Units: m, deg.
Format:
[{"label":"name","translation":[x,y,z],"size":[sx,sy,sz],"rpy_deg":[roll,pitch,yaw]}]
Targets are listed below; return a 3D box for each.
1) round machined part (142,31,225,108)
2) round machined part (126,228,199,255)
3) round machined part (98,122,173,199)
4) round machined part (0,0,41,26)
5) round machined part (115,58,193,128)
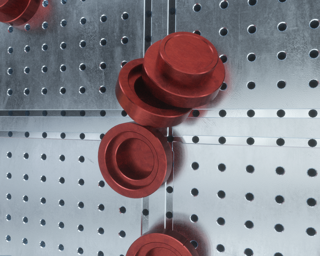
[{"label":"round machined part","translation":[0.030,-0.075,0.364],"size":[0.099,0.042,0.098],"rpy_deg":[5,56,-8]},{"label":"round machined part","translation":[0.007,0.179,0.401],"size":[0.098,0.042,0.097],"rpy_deg":[0,90,20]},{"label":"round machined part","translation":[-0.029,0.039,0.410],"size":[0.098,0.042,0.097],"rpy_deg":[3,98,22]},{"label":"round machined part","translation":[-0.241,-0.216,0.490],"size":[0.098,0.042,0.097],"rpy_deg":[0,90,20]},{"label":"round machined part","translation":[-0.008,-0.039,0.387],"size":[0.098,0.099,0.042],"rpy_deg":[44,139,14]}]
